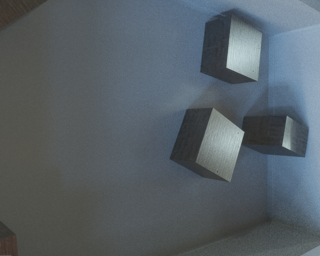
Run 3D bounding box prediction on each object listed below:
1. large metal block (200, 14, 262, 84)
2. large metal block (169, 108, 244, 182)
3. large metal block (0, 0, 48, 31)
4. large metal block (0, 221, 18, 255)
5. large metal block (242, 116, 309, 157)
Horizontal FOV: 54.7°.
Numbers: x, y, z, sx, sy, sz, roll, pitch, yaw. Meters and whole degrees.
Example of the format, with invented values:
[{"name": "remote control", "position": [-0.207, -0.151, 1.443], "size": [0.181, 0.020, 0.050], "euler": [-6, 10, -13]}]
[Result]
[{"name": "large metal block", "position": [0.113, -0.119, 0.488], "size": [0.081, 0.050, 0.080], "euler": [11, 83, -40]}, {"name": "large metal block", "position": [0.070, 0.025, 0.452], "size": [0.080, 0.050, 0.080], "euler": [32, 70, -36]}, {"name": "large metal block", "position": [-0.157, -0.118, 0.255], "size": [0.080, 0.050, 0.080], "euler": [-51, 122, -31]}, {"name": "large metal block", "position": [-0.164, 0.132, 0.254], "size": [0.081, 0.050, 0.079], "euler": [-6, 94, -40]}, {"name": "large metal block", "position": [0.199, 0.015, 0.541], "size": [0.080, 0.080, 0.050], "euler": [21, 77, -39]}]
